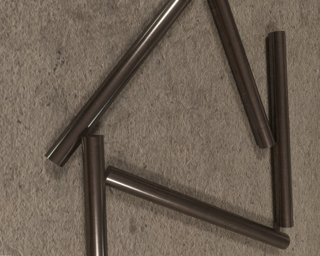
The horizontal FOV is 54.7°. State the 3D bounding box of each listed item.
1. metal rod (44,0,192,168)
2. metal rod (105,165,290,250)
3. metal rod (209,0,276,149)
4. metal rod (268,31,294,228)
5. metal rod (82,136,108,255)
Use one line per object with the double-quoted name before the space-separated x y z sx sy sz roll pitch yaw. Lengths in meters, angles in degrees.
"metal rod" -0.040 -0.080 0.394 0.025 0.025 0.300 39 77 -16
"metal rod" 0.063 0.117 0.433 0.302 0.025 0.025 25 82 -19
"metal rod" 0.110 -0.111 0.450 0.025 0.025 0.298 -24 98 -19
"metal rod" 0.187 0.003 0.480 0.025 0.025 0.298 -3 91 -20
"metal rod" -0.075 0.158 0.372 0.025 0.025 0.298 -3 95 -20
